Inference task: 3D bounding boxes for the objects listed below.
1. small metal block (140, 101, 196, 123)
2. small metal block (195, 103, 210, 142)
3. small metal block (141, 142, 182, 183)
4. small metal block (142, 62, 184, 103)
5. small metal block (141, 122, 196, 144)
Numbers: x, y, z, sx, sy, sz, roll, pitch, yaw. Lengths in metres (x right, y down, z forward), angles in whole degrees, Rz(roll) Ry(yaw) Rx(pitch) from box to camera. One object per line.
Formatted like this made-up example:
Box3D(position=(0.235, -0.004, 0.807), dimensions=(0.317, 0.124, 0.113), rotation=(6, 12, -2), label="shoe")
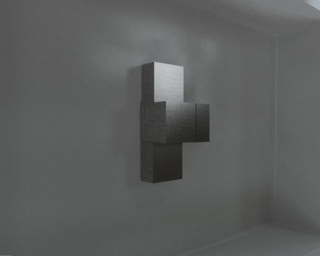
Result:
Box3D(position=(0.010, -0.019, 0.396), dimensions=(0.050, 0.050, 0.025), rotation=(0, 91, -40), label="small metal block")
Box3D(position=(0.040, -0.007, 0.421), dimensions=(0.025, 0.050, 0.050), rotation=(0, 90, -40), label="small metal block")
Box3D(position=(0.003, 0.043, 0.406), dimensions=(0.050, 0.025, 0.050), rotation=(0, 90, -40), label="small metal block")
Box3D(position=(0.004, -0.057, 0.407), dimensions=(0.050, 0.025, 0.050), rotation=(0, 90, -40), label="small metal block")
Box3D(position=(0.010, 0.005, 0.397), dimensions=(0.050, 0.050, 0.025), rotation=(0, 91, -40), label="small metal block")
